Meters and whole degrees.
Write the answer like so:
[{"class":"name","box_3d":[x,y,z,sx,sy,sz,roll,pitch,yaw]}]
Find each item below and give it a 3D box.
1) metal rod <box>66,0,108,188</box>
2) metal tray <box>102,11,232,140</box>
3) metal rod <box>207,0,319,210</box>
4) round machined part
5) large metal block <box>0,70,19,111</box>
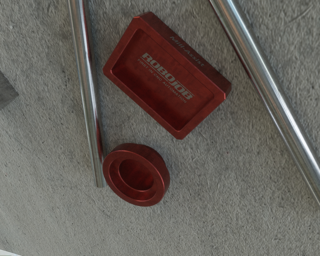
[{"class":"metal rod","box_3d":[-0.096,-0.037,0.432,0.025,0.025,0.298,13,124,20]},{"class":"metal tray","box_3d":[0.006,-0.058,0.363,0.130,0.030,0.090,42,129,-1]},{"class":"metal rod","box_3d":[0.131,-0.013,0.329,0.025,0.025,0.299,-23,107,36]},{"class":"round machined part","box_3d":[-0.030,0.063,0.449,0.098,0.042,0.097,13,124,20]},{"class":"large metal block","box_3d":[-0.291,-0.042,0.495,0.080,0.080,0.050,-24,106,36]}]
